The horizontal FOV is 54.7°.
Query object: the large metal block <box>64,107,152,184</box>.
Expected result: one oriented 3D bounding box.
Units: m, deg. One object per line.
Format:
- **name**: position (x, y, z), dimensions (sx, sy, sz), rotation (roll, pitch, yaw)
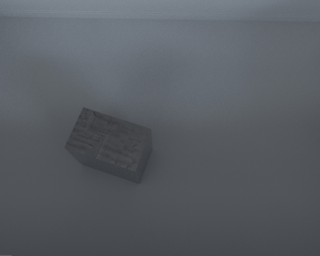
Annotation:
- **large metal block**: position (-0.056, 0.024, 0.371), dimensions (0.080, 0.080, 0.050), rotation (18, 71, 6)
